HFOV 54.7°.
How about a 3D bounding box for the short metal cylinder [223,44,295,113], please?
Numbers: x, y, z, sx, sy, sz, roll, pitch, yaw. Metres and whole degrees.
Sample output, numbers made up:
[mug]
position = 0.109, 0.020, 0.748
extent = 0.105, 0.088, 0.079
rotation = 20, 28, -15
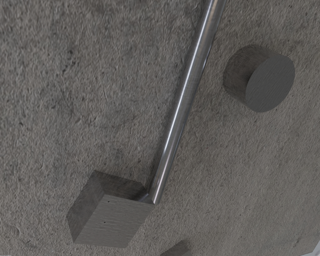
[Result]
[short metal cylinder]
position = 0.134, -0.068, 0.422
extent = 0.081, 0.050, 0.079
rotation = -14, 124, -21

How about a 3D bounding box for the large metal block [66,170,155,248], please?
[large metal block]
position = -0.068, 0.113, 0.423
extent = 0.080, 0.050, 0.080
rotation = 23, 106, -37

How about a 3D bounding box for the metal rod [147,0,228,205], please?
[metal rod]
position = 0.027, -0.023, 0.407
extent = 0.025, 0.025, 0.298
rotation = 2, 118, -30

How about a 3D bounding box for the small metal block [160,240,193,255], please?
[small metal block]
position = 0.035, 0.244, 0.577
extent = 0.050, 0.025, 0.050
rotation = -31, 129, -9
